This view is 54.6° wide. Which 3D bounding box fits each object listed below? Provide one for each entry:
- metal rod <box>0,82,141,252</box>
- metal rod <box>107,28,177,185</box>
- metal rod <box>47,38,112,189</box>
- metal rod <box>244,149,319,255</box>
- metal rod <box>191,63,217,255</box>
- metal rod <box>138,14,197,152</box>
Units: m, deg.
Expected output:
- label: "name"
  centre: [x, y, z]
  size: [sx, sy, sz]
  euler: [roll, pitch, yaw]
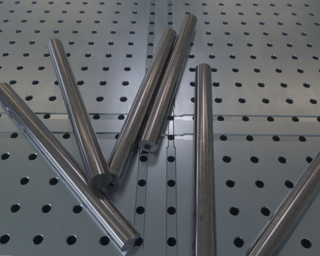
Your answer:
- label: "metal rod"
  centre: [-0.130, 0.030, 0.382]
  size: [0.025, 0.025, 0.300]
  euler: [-35, 58, -26]
- label: "metal rod"
  centre: [-0.019, -0.053, 0.451]
  size: [0.025, 0.025, 0.300]
  euler: [11, 51, 9]
- label: "metal rod"
  centre: [-0.121, -0.042, 0.428]
  size: [0.025, 0.025, 0.300]
  euler: [-18, 48, -14]
- label: "metal rod"
  centre: [0.155, 0.078, 0.343]
  size: [0.025, 0.025, 0.301]
  euler: [35, 58, 26]
- label: "metal rod"
  centre: [0.055, 0.023, 0.388]
  size: [0.025, 0.025, 0.300]
  euler: [4, 50, 3]
- label: "metal rod"
  centre: [0.021, -0.089, 0.482]
  size: [0.025, 0.025, 0.300]
  euler: [11, 51, 9]
